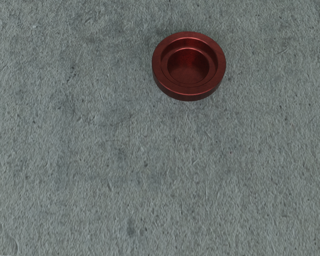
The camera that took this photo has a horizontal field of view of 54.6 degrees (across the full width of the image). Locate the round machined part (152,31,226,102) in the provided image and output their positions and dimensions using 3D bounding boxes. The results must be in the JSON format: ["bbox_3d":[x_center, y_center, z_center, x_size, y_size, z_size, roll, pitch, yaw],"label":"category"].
[{"bbox_3d":[0.038,-0.081,0.429,0.099,0.042,0.098,0,70,0],"label":"round machined part"}]
